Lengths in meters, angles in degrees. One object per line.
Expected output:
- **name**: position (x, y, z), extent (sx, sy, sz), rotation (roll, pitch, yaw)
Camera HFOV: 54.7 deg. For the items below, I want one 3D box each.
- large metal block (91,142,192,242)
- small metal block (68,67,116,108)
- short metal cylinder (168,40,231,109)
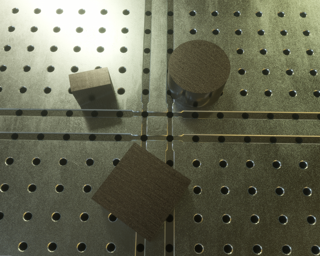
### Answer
- **large metal block**: position (-0.020, 0.077, 0.370), extent (0.080, 0.050, 0.080), rotation (33, 73, 11)
- **small metal block**: position (-0.090, -0.054, 0.417), extent (0.050, 0.050, 0.025), rotation (-12, 71, -5)
- **short metal cylinder**: position (0.051, -0.073, 0.425), extent (0.081, 0.050, 0.080), rotation (0, 70, 0)
